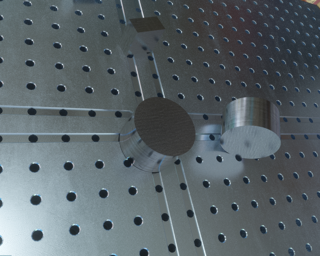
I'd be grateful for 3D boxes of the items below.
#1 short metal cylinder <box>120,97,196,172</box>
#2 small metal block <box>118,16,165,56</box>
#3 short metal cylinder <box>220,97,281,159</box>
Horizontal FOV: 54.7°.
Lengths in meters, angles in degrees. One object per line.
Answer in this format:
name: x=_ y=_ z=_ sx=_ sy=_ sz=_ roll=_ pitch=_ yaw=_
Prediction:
short metal cylinder: x=-0.004 y=0.008 z=0.385 sx=0.081 sy=0.050 sz=0.080 roll=14 pitch=55 yaw=-21
small metal block: x=-0.028 y=-0.136 z=0.460 sx=0.050 sy=0.050 sz=0.025 roll=-20 pitch=73 yaw=-36
short metal cylinder: x=0.128 y=0.001 z=0.441 sx=0.080 sy=0.080 sz=0.050 roll=24 pitch=53 yaw=-14
